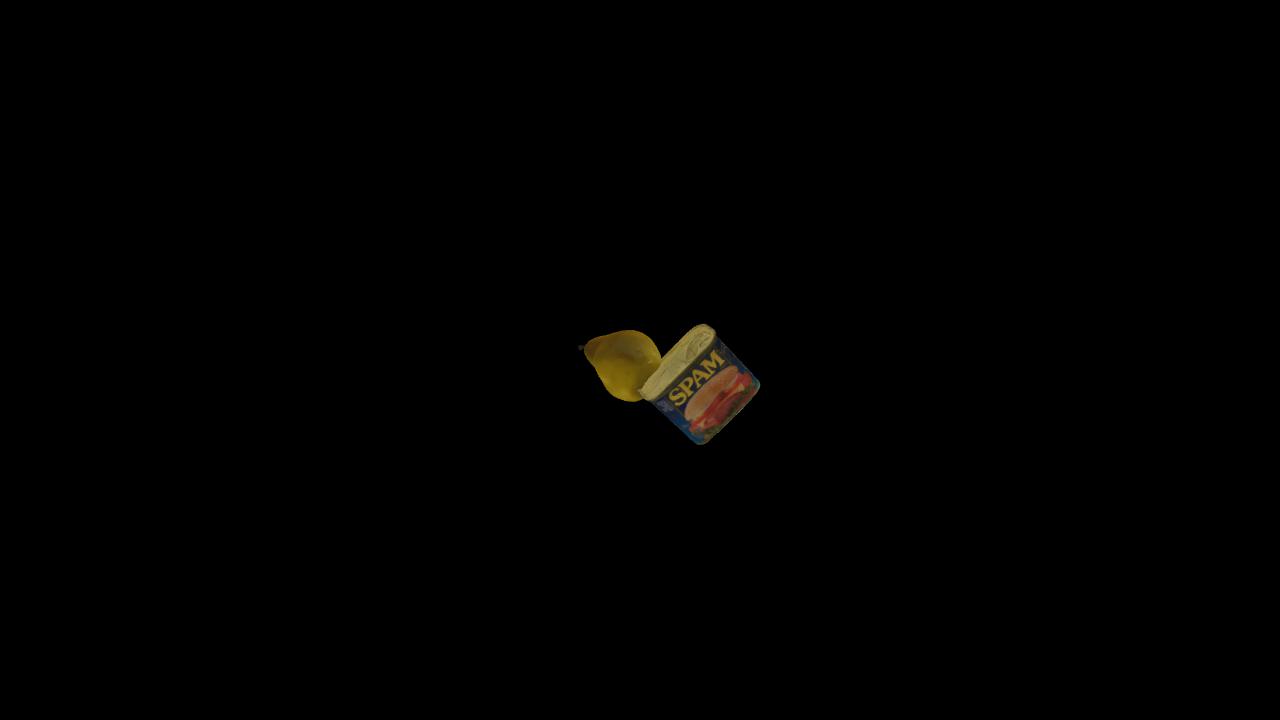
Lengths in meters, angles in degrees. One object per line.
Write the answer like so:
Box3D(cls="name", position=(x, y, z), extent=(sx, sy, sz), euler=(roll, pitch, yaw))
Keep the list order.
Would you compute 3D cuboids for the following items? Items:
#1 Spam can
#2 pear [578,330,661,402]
Box3D(cls="Spam can", position=(0.064, 0.027, 0.654), extent=(0.085, 0.101, 0.058), euler=(44, 3, -24))
Box3D(cls="pear", position=(-0.029, -0.005, 0.684), extent=(0.111, 0.080, 0.080), euler=(32, 16, 28))
